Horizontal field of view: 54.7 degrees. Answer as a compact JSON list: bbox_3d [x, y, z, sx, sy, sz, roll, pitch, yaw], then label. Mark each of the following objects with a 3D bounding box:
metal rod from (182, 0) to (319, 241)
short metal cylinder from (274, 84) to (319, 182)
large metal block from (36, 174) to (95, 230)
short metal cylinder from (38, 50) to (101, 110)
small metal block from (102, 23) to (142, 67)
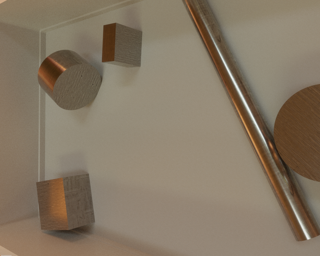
[{"bbox_3d":[0.088,-0.032,0.333,0.025,0.025,0.299,-33,70,35],"label":"metal rod"},{"bbox_3d":[0.148,0.004,0.268,0.080,0.050,0.079,0,90,39],"label":"short metal cylinder"},{"bbox_3d":[-0.159,0.124,0.519,0.080,0.050,0.080,-15,81,38],"label":"large metal block"},{"bbox_3d":[-0.141,-0.075,0.484,0.050,0.081,0.079,40,114,32],"label":"short metal cylinder"},{"bbox_3d":[-0.052,-0.113,0.431,0.025,0.050,0.050,5,93,39],"label":"small metal block"}]
